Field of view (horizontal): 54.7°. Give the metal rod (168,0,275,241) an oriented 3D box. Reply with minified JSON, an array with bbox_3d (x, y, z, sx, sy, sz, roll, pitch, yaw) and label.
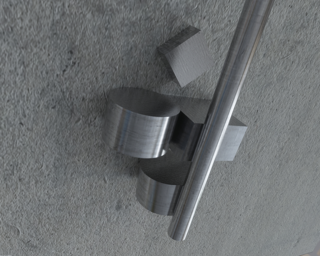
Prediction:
[{"bbox_3d":[0.058,0.005,0.337,0.025,0.025,0.298,1,118,-29],"label":"metal rod"}]

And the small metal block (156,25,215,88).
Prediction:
[{"bbox_3d":[0.031,-0.085,0.371,0.050,0.025,0.050,-36,129,-5],"label":"small metal block"}]

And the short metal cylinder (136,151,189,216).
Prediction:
[{"bbox_3d":[0.010,0.072,0.421,0.081,0.080,0.050,-5,121,-26],"label":"short metal cylinder"}]

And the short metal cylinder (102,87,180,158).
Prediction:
[{"bbox_3d":[-0.022,-0.008,0.354,0.081,0.080,0.050,1,118,-29],"label":"short metal cylinder"}]

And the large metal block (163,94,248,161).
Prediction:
[{"bbox_3d":[0.048,-0.001,0.397,0.081,0.080,0.050,3,117,-30],"label":"large metal block"}]
